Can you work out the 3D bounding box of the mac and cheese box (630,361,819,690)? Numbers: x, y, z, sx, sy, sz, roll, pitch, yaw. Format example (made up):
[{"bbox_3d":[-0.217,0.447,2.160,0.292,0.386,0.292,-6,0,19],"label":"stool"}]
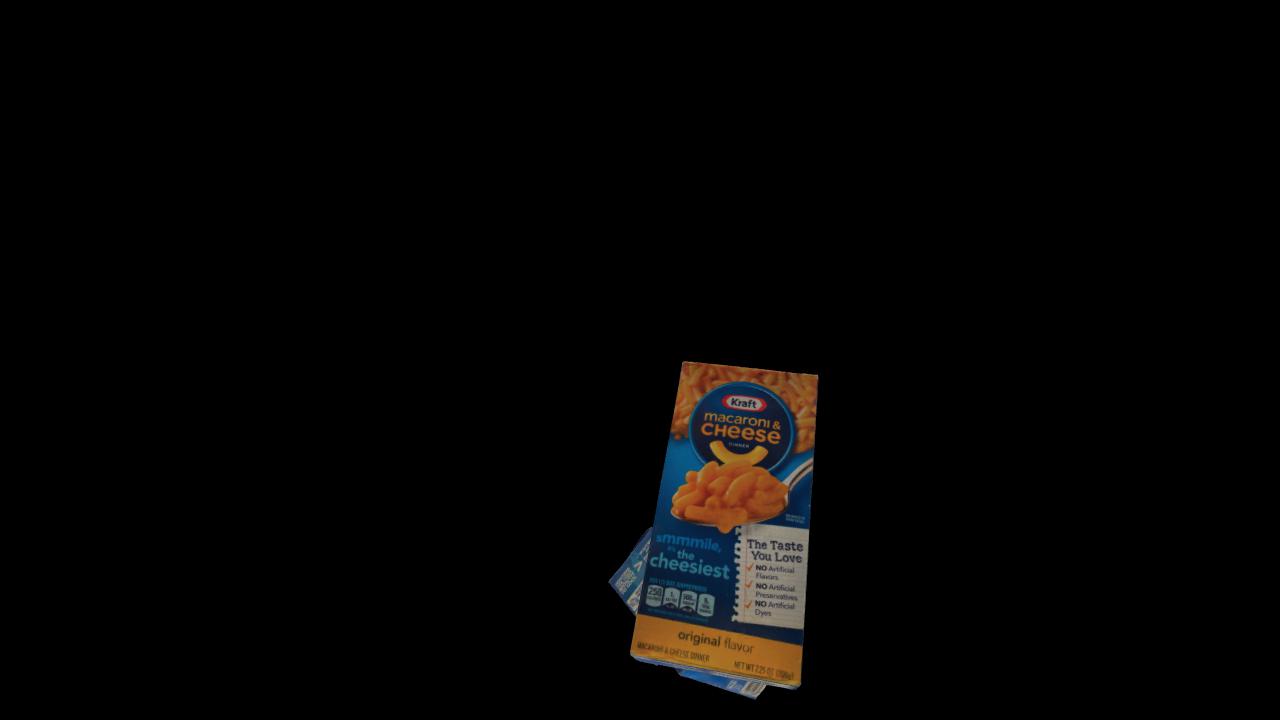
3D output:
[{"bbox_3d":[0.057,0.091,0.376,0.093,0.184,0.041,5,-29,12],"label":"mac and cheese box"}]

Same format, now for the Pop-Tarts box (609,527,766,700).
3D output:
[{"bbox_3d":[0.071,0.285,0.692,0.167,0.083,0.141,42,-5,-40],"label":"Pop-Tarts box"}]
